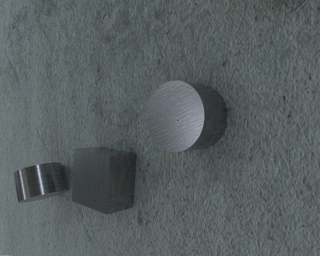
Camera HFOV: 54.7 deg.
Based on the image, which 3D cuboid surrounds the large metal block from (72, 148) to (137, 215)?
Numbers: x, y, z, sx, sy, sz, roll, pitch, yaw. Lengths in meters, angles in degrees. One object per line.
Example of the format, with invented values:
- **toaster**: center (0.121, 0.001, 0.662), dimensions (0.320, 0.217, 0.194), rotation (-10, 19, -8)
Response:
- **large metal block**: center (-0.083, 0.073, 0.458), dimensions (0.080, 0.050, 0.079), rotation (6, 94, 40)

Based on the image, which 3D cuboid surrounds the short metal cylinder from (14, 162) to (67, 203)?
- **short metal cylinder**: center (-0.208, 0.096, 0.541), dimensions (0.080, 0.081, 0.050), rotation (-25, 74, 37)

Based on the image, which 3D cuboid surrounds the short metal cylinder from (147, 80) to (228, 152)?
- **short metal cylinder**: center (0.031, -0.013, 0.363), dimensions (0.080, 0.050, 0.079), rotation (0, 90, 40)
